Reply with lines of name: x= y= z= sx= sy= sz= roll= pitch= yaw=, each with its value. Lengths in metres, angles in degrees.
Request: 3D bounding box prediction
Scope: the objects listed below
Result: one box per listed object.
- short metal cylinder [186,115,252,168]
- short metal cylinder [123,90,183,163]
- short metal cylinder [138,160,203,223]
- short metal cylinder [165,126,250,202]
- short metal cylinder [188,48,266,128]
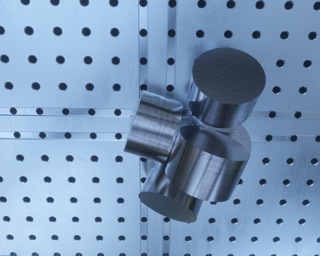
short metal cylinder: x=0.073 y=0.018 z=0.406 sx=0.081 sy=0.050 sz=0.079 roll=0 pitch=109 yaw=0
short metal cylinder: x=-0.009 y=-0.002 z=0.383 sx=0.050 sy=0.080 sz=0.079 roll=18 pitch=109 yaw=-7
short metal cylinder: x=0.019 y=0.083 z=0.408 sx=0.080 sy=0.050 sz=0.080 roll=19 pitch=149 yaw=12
short metal cylinder: x=0.052 y=0.037 z=0.344 sx=0.080 sy=0.080 sz=0.050 roll=16 pitch=109 yaw=-6
short metal cylinder: x=0.075 y=-0.046 z=0.360 sx=0.081 sy=0.080 sz=0.050 roll=2 pitch=150 yaw=-1
